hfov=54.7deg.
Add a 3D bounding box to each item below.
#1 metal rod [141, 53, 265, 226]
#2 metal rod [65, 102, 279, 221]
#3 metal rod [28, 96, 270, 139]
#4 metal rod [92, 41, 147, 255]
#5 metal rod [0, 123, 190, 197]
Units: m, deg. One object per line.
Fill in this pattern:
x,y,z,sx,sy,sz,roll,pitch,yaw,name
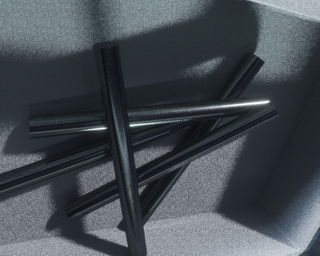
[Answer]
0.049,0.024,0.452,0.025,0.025,0.299,26,104,-38,metal rod
0.013,0.045,0.408,0.301,0.025,0.025,-27,129,2,metal rod
0.003,-0.017,0.381,0.303,0.025,0.025,-6,122,-19,metal rod
-0.041,0.050,0.368,0.025,0.025,0.298,-16,122,-20,metal rod
-0.102,0.037,0.377,0.302,0.025,0.025,-19,126,-18,metal rod
